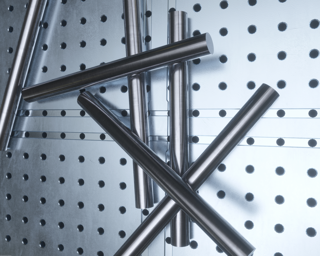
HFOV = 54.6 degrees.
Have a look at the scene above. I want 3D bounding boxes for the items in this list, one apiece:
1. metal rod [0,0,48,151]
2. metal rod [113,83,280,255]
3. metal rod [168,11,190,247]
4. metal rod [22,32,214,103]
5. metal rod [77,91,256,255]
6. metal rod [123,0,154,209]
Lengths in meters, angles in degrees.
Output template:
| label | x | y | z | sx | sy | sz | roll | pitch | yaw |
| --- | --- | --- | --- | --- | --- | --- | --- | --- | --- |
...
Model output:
| label | x | y | z | sx | sy | sz | roll | pitch | yaw |
| --- | --- | --- | --- | --- | --- | --- | --- | --- | --- |
| metal rod | -0.218 | -0.108 | 0.490 | 0.025 | 0.025 | 0.298 | 20 | 97 | 19 |
| metal rod | 0.035 | 0.069 | 0.376 | 0.025 | 0.025 | 0.300 | 41 | 94 | 15 |
| metal rod | 0.025 | 0.001 | 0.404 | 0.025 | 0.025 | 0.298 | -1 | 90 | 20 |
| metal rod | -0.075 | -0.073 | 0.417 | 0.300 | 0.025 | 0.025 | -9 | 87 | 28 |
| metal rod | -0.012 | 0.042 | 0.378 | 0.300 | 0.025 | 0.025 | 41 | 103 | 30 |
| metal rod | -0.030 | -0.043 | 0.423 | 0.025 | 0.025 | 0.298 | -4 | 89 | 20 |
